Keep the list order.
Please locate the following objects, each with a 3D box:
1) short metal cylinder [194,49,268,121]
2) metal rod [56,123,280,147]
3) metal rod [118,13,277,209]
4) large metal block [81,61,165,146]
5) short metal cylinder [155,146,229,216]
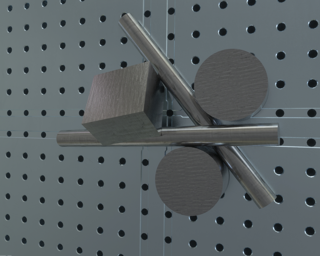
[{"bbox_3d":[0.086,-0.048,0.366,0.080,0.050,0.079,0,90,20],"label":"short metal cylinder"},{"bbox_3d":[-0.009,0.011,0.394,0.301,0.025,0.025,-2,90,26],"label":"metal rod"},{"bbox_3d":[0.040,-0.030,0.395,0.025,0.025,0.299,-40,78,16],"label":"metal rod"},{"bbox_3d":[-0.043,-0.030,0.391,0.080,0.050,0.080,-10,52,20],"label":"large metal block"},{"bbox_3d":[0.041,0.062,0.381,0.080,0.050,0.079,0,90,20],"label":"short metal cylinder"}]
